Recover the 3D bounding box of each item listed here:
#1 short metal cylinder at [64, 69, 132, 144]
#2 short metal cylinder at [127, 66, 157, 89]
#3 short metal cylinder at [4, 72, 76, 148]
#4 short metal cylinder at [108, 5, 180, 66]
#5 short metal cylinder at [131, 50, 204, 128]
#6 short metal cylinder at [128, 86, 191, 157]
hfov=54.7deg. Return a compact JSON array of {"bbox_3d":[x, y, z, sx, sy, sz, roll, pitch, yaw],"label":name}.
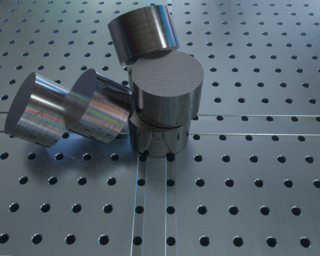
[{"bbox_3d":[-0.079,-0.026,0.384,0.050,0.080,0.080,26,39,-35],"label":"short metal cylinder"},{"bbox_3d":[-0.005,-0.071,0.450,0.081,0.050,0.080,0,50,0],"label":"short metal cylinder"},{"bbox_3d":[-0.147,-0.021,0.380,0.050,0.080,0.080,26,39,-35],"label":"short metal cylinder"},{"bbox_3d":[-0.020,-0.116,0.395,0.081,0.080,0.050,-19,96,-15],"label":"short metal cylinder"},{"bbox_3d":[0.009,-0.047,0.363,0.081,0.050,0.080,0,50,0],"label":"short metal cylinder"},{"bbox_3d":[-0.001,-0.009,0.398,0.081,0.050,0.080,0,50,0],"label":"short metal cylinder"}]
